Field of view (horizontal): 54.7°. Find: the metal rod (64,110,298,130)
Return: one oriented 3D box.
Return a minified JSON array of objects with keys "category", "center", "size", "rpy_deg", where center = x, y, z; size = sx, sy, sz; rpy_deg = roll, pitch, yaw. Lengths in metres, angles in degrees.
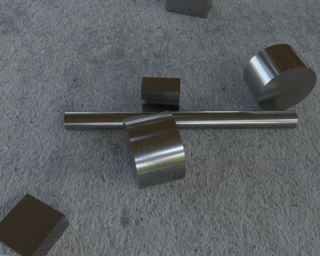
[{"category":"metal rod","center":[0.028,-0.010,0.412],"size":[0.302,0.025,0.025],"rpy_deg":[0,50,-1]}]

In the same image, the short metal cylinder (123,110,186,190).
[{"category":"short metal cylinder","center":[-0.008,0.024,0.347],"size":[0.050,0.080,0.080],"rpy_deg":[-12,51,-11]}]

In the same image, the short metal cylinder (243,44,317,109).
[{"category":"short metal cylinder","center":[0.163,-0.067,0.426],"size":[0.081,0.080,0.050],"rpy_deg":[-10,51,-9]}]

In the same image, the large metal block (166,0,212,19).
[{"category":"large metal block","center":[0.059,-0.265,0.591],"size":[0.080,0.080,0.050],"rpy_deg":[16,52,12]}]

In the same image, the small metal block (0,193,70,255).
[{"category":"small metal block","center":[-0.131,0.103,0.315],"size":[0.050,0.025,0.050],"rpy_deg":[23,54,18]}]

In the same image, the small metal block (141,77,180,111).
[{"category":"small metal block","center":[0.001,-0.042,0.422],"size":[0.050,0.050,0.025],"rpy_deg":[2,50,1]}]
